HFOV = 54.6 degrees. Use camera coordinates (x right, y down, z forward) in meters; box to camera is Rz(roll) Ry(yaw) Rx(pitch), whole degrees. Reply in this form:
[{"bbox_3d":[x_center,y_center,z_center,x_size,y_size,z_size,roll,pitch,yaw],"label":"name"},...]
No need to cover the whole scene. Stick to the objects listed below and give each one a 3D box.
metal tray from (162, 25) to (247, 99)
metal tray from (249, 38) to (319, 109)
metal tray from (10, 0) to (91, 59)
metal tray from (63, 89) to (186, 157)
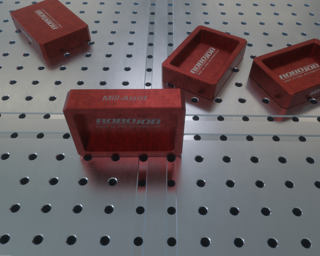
[{"bbox_3d":[0.072,-0.110,0.496,0.090,0.030,0.130,25,54,19],"label":"metal tray"},{"bbox_3d":[0.218,-0.088,0.479,0.131,0.030,0.090,-20,53,-16],"label":"metal tray"},{"bbox_3d":[-0.197,-0.183,0.558,0.091,0.030,0.130,-32,57,-24],"label":"metal tray"},{"bbox_3d":[-0.038,-0.004,0.368,0.131,0.090,0.030,0,50,0],"label":"metal tray"}]
